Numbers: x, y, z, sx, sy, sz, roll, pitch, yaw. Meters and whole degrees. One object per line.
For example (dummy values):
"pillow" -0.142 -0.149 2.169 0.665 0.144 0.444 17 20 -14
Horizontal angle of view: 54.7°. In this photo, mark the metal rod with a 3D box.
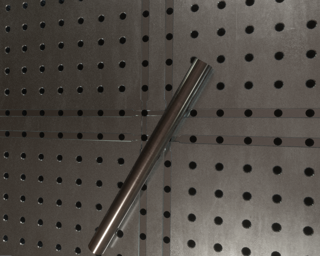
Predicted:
"metal rod" -0.018 0.045 0.417 0.025 0.025 0.299 33 100 16
